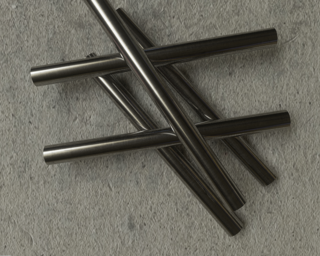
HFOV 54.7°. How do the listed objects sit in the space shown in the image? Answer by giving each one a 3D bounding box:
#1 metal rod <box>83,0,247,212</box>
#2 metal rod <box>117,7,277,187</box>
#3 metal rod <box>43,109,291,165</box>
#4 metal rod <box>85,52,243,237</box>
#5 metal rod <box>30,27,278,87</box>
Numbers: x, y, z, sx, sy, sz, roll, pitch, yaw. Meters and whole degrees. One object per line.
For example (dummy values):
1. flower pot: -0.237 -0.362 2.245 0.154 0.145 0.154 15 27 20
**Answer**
1. metal rod: 0.006 -0.032 0.361 0.025 0.025 0.299 -35 91 0
2. metal rod: 0.044 -0.040 0.411 0.025 0.025 0.300 -43 91 0
3. metal rod: 0.009 0.011 0.387 0.302 0.025 0.025 -9 90 -1
4. metal rod: 0.003 0.022 0.410 0.025 0.025 0.300 -41 91 0
5. metal rod: -0.006 -0.089 0.386 0.302 0.025 0.025 -10 90 -1
